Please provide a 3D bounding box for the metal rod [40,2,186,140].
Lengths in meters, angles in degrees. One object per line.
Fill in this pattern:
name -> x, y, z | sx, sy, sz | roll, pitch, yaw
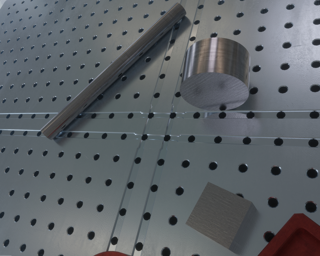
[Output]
metal rod -> -0.074, -0.093, 0.503 | 0.300, 0.025, 0.025 | -44, 51, -3

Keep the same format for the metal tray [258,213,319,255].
metal tray -> 0.112, 0.149, 0.254 | 0.130, 0.030, 0.090 | -47, 51, -5

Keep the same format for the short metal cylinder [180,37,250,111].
short metal cylinder -> 0.067, -0.063, 0.376 | 0.080, 0.080, 0.050 | -4, 60, 26

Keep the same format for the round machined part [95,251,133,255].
round machined part -> -0.045, 0.179, 0.311 | 0.098, 0.042, 0.098 | -13, 56, 21

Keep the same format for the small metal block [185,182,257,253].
small metal block -> 0.063, 0.091, 0.319 | 0.050, 0.025, 0.050 | 21, 73, 36
